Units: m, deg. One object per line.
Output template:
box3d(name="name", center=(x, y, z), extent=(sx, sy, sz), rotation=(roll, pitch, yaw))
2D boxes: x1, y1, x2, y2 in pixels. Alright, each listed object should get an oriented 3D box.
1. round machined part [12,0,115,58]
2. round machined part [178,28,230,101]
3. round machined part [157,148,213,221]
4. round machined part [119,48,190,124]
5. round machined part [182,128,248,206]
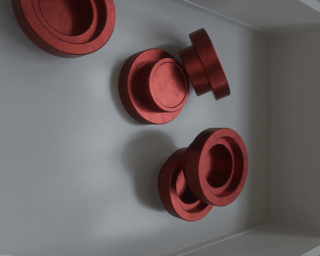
box3d(name="round machined part", center=(-0.098, -0.120, 0.314), extent=(0.099, 0.042, 0.097), rotation=(0, 90, -40))
box3d(name="round machined part", center=(0.058, -0.082, 0.424), extent=(0.098, 0.042, 0.098), rotation=(-23, 90, -81))
box3d(name="round machined part", center=(0.036, 0.075, 0.428), extent=(0.099, 0.042, 0.097), rotation=(0, 90, -40))
box3d(name="round machined part", center=(0.000, -0.053, 0.397), extent=(0.099, 0.042, 0.097), rotation=(0, 90, -40))
box3d(name="round machined part", center=(0.068, 0.048, 0.400), extent=(0.099, 0.042, 0.097), rotation=(0, 90, -40))
